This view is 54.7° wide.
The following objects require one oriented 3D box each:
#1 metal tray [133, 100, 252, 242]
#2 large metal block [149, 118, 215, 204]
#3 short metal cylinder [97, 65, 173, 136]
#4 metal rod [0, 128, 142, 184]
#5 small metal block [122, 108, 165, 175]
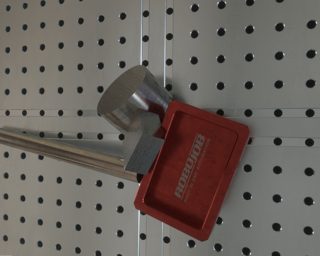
[{"bbox_3d":[0.035,0.044,0.341,0.090,0.030,0.129,22,97,18],"label":"metal tray"},{"bbox_3d":[0.015,0.035,0.392,0.080,0.050,0.080,-37,79,16],"label":"large metal block"},{"bbox_3d":[-0.032,-0.032,0.387,0.080,0.080,0.050,-36,121,16],"label":"short metal cylinder"},{"bbox_3d":[-0.147,0.030,0.432,0.300,0.025,0.025,10,93,30],"label":"metal rod"},{"bbox_3d":[-0.020,0.015,0.342,0.025,0.050,0.050,17,119,-20],"label":"small metal block"}]
